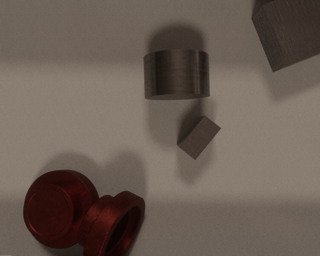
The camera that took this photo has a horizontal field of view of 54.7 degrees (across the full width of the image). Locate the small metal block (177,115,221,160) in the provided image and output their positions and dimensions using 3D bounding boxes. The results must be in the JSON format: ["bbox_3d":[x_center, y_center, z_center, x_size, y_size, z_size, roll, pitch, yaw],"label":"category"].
[{"bbox_3d":[0.049,0.012,0.400,0.025,0.050,0.050,39,90,-1],"label":"small metal block"}]

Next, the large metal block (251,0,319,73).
[{"bbox_3d":[0.178,-0.128,0.401,0.080,0.050,0.080,-22,90,-1],"label":"large metal block"}]

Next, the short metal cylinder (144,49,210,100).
[{"bbox_3d":[0.021,-0.063,0.384,0.081,0.080,0.050,-2,90,-1],"label":"short metal cylinder"}]

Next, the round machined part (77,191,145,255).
[{"bbox_3d":[-0.062,0.121,0.378,0.042,0.098,0.098,22,90,21],"label":"round machined part"}]

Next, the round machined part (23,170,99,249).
[{"bbox_3d":[-0.129,0.103,0.390,0.098,0.042,0.097,-1,85,13],"label":"round machined part"}]
